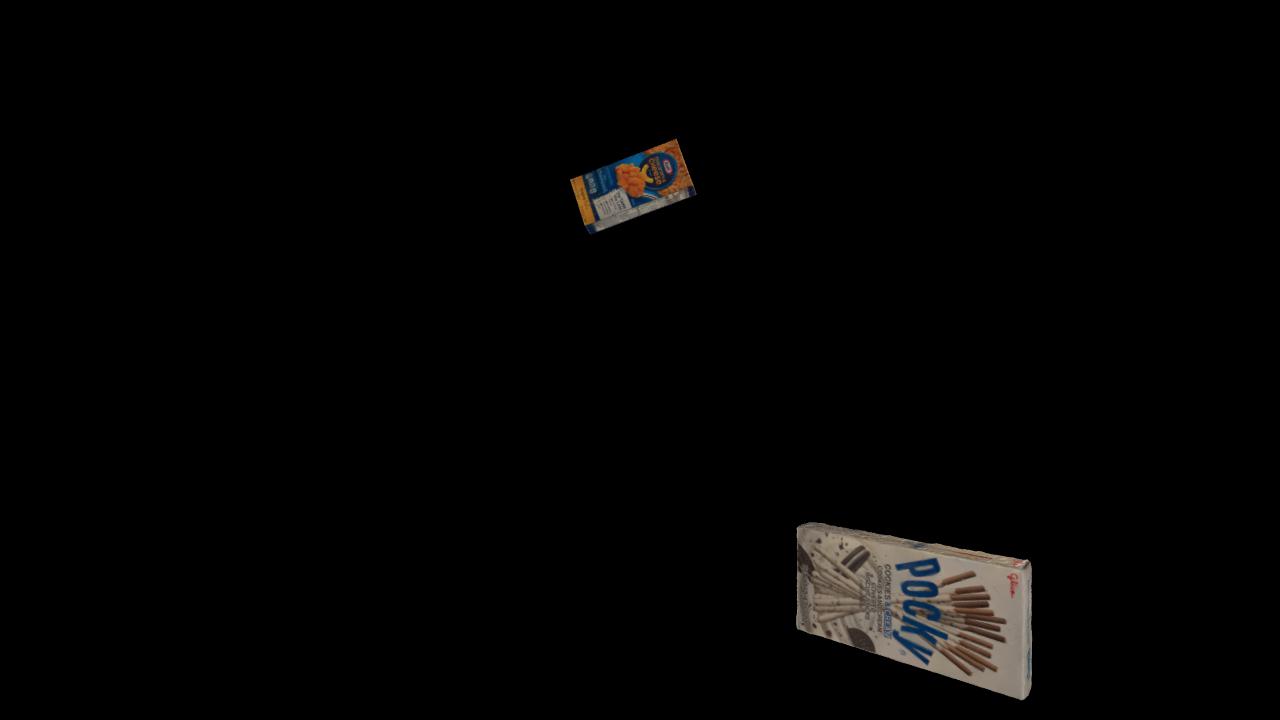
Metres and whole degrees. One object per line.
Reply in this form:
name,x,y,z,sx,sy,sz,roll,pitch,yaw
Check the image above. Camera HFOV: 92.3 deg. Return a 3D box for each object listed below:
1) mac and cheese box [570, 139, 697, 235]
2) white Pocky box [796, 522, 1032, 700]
mac and cheese box,-0.012,-0.278,0.989,0.184,0.093,0.041,-20,-18,7
white Pocky box,0.186,0.169,0.435,0.154,0.084,0.028,0,-1,41
